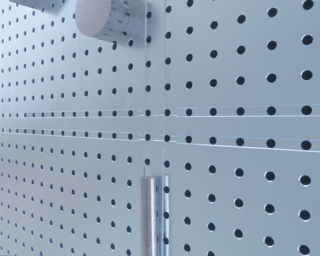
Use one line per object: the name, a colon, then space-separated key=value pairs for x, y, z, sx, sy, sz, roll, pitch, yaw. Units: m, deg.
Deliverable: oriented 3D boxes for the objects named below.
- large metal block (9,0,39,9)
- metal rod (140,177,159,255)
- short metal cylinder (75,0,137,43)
large metal block: x=-0.267 y=-0.300 z=0.609 sx=0.080 sy=0.050 sz=0.080 roll=-42 pitch=65 yaw=31
metal rod: x=-0.013 y=0.216 z=0.417 sx=0.025 sy=0.025 sz=0.298 roll=-2 pitch=89 yaw=39
short metal cylinder: x=-0.080 y=-0.170 z=0.457 sx=0.080 sy=0.050 sz=0.079 roll=0 pitch=90 yaw=39
